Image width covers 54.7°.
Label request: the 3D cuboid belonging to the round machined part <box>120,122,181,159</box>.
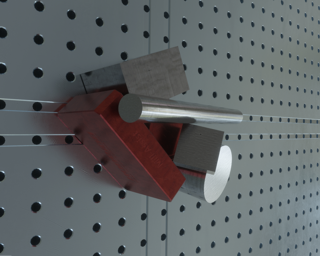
[{"bbox_3d":[-0.001,0.006,0.403,0.099,0.042,0.097,0,90,-40],"label":"round machined part"}]

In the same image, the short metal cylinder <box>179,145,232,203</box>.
[{"bbox_3d":[0.059,0.057,0.429,0.081,0.050,0.079,-26,123,-48],"label":"short metal cylinder"}]

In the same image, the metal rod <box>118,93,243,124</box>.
[{"bbox_3d":[0.051,-0.018,0.392,0.302,0.025,0.025,-1,91,-60],"label":"metal rod"}]

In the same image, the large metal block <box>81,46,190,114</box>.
[{"bbox_3d":[-0.028,-0.052,0.349,0.081,0.080,0.050,-27,107,-37],"label":"large metal block"}]

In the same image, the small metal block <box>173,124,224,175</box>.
[{"bbox_3d":[0.047,0.025,0.378,0.025,0.050,0.050,74,31,-73],"label":"small metal block"}]

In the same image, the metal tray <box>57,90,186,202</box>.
[{"bbox_3d":[-0.041,0.021,0.333,0.030,0.090,0.130,-51,121,-28],"label":"metal tray"}]
